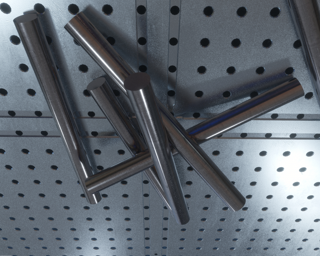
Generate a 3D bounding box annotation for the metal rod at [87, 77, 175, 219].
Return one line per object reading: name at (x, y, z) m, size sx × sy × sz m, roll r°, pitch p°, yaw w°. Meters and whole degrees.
metal rod at (-0.018, 0.053, 0.455) m, size 0.025 × 0.025 × 0.299 m, roll -18°, pitch 128°, yaw 14°

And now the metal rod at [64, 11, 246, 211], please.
metal rod at (0.007, -0.005, 0.364) m, size 0.025 × 0.025 × 0.300 m, roll -34°, pitch 110°, yaw 25°

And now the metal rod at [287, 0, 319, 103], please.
metal rod at (0.174, -0.082, 0.343) m, size 0.025 × 0.025 × 0.300 m, roll -25°, pitch 126°, yaw 19°

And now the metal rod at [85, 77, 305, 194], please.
metal rod at (0.035, 0.016, 0.402) m, size 0.300 × 0.025 × 0.025 m, roll -26°, pitch 126°, yaw 12°

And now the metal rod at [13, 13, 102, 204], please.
metal rod at (-0.122, 0.001, 0.411) m, size 0.025 × 0.025 × 0.298 m, roll -4°, pitch 130°, yaw 3°

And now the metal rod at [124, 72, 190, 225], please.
metal rod at (0.008, 0.052, 0.394) m, size 0.025 × 0.025 × 0.299 m, roll -9°, pitch 139°, yaw 7°
